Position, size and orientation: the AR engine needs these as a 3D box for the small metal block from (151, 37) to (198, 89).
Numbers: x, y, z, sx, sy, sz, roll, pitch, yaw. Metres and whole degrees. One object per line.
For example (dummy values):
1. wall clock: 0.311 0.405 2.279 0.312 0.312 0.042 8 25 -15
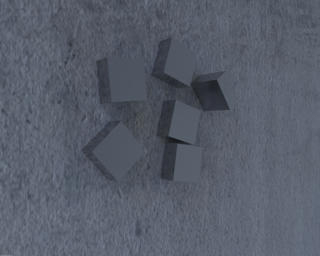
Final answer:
1. small metal block: 0.021 -0.087 0.424 0.050 0.025 0.050 22 76 -38

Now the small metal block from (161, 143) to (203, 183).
1. small metal block: 0.031 0.049 0.433 0.050 0.025 0.050 12 83 -40

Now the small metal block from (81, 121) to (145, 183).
1. small metal block: -0.053 0.027 0.362 0.050 0.025 0.050 -50 120 -28

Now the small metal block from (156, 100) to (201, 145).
1. small metal block: 0.026 -0.007 0.429 0.050 0.025 0.050 20 78 -39

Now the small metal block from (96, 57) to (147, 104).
1. small metal block: -0.045 -0.056 0.369 0.050 0.025 0.050 -8 96 -40

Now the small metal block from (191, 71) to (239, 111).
1. small metal block: 0.081 -0.053 0.458 0.025 0.050 0.050 -44 117 -31
